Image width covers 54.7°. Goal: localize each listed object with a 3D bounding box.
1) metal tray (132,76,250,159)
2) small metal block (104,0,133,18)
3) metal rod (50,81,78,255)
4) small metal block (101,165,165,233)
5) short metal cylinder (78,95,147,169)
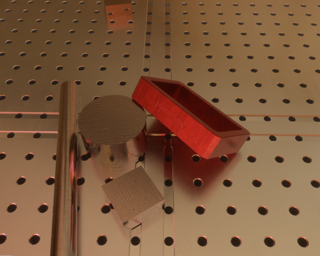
[{"bbox_3d":[0.038,-0.017,0.388,0.130,0.030,0.091,41,25,28],"label":"metal tray"},{"bbox_3d":[-0.084,-0.245,0.613,0.050,0.025,0.050,-11,51,-9],"label":"small metal block"},{"bbox_3d":[-0.109,0.054,0.361,0.025,0.025,0.300,-7,50,-6],"label":"metal rod"},{"bbox_3d":[-0.029,0.077,0.342,0.050,0.025,0.050,-26,55,-20],"label":"small metal block"},{"bbox_3d":[-0.057,0.004,0.387,0.081,0.050,0.080,0,50,0],"label":"short metal cylinder"}]
